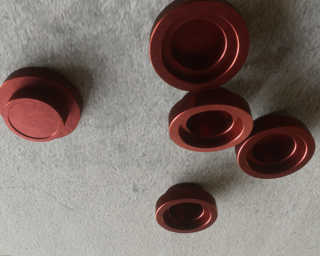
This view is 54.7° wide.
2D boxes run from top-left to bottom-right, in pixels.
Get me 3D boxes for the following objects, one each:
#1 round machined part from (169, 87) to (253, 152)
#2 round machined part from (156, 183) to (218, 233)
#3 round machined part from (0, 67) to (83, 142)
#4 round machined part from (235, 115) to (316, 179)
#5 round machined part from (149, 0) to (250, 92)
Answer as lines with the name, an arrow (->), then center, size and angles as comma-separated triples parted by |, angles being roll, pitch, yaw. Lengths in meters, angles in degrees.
round machined part -> 0.059, -0.014, 0.376 | 0.099, 0.042, 0.097 | -1, 144, 0
round machined part -> 0.042, 0.127, 0.505 | 0.099, 0.042, 0.097 | -1, 130, 0
round machined part -> -0.147, -0.021, 0.376 | 0.099, 0.042, 0.097 | -1, 130, 0
round machined part -> 0.150, 0.021, 0.417 | 0.099, 0.042, 0.097 | -1, 130, 0
round machined part -> 0.039, -0.089, 0.321 | 0.099, 0.042, 0.097 | -1, 130, 0
